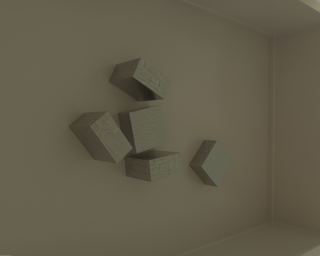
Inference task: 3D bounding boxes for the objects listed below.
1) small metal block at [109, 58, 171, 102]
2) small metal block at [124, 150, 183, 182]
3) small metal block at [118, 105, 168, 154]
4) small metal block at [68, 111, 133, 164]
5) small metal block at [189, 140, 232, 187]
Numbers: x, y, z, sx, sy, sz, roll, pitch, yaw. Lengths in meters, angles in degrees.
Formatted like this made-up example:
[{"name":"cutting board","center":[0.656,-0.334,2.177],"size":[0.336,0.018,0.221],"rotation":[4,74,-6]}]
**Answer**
[{"name":"small metal block","center":[-0.024,-0.056,0.372],"size":[0.050,0.050,0.025],"rotation":[32,70,-36]},{"name":"small metal block","center":[-0.008,0.046,0.385],"size":[0.050,0.050,0.025],"rotation":[-9,96,-40]},{"name":"small metal block","center":[-0.021,0.001,0.391],"size":[0.050,0.025,0.050],"rotation":[-16,101,-39]},{"name":"small metal block","center":[-0.065,0.010,0.337],"size":[0.025,0.050,0.050],"rotation":[-46,118,-30]},{"name":"small metal block","center":[0.078,0.054,0.475],"size":[0.050,0.025,0.050],"rotation":[51,60,-28]}]
